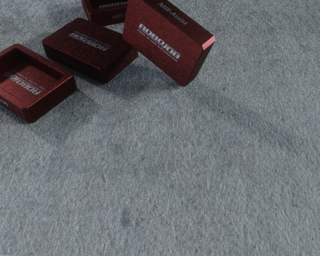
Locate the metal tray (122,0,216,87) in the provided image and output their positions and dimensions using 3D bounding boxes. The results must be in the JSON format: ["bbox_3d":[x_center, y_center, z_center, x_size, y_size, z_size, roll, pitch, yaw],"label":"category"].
[{"bbox_3d":[0.007,-0.131,0.449,0.130,0.090,0.030,41,59,9],"label":"metal tray"}]

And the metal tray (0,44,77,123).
[{"bbox_3d":[-0.201,-0.070,0.455,0.130,0.030,0.090,29,55,22],"label":"metal tray"}]

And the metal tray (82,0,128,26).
[{"bbox_3d":[-0.081,-0.242,0.602,0.131,0.030,0.090,-15,52,-13],"label":"metal tray"}]

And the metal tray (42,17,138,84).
[{"bbox_3d":[-0.113,-0.131,0.508,0.130,0.030,0.090,27,55,20],"label":"metal tray"}]
